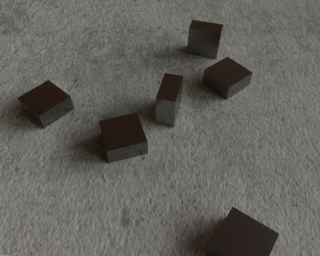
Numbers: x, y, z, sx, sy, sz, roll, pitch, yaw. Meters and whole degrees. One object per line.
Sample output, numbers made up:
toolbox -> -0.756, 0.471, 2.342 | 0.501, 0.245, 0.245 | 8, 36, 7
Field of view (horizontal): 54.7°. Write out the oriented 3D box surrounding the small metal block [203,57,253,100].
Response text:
small metal block -> 0.102, -0.076, 0.469 | 0.050, 0.025, 0.050 | -32, 57, -24

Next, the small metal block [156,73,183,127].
small metal block -> 0.013, -0.038, 0.419 | 0.025, 0.050, 0.050 | 11, 51, 8

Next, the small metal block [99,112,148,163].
small metal block -> -0.046, 0.012, 0.393 | 0.050, 0.025, 0.050 | -13, 51, -11

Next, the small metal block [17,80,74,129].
small metal block -> -0.158, -0.034, 0.430 | 0.050, 0.025, 0.050 | 34, 58, 25

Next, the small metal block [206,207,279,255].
small metal block -> 0.081, 0.116, 0.307 | 0.050, 0.025, 0.050 | 28, 55, 21

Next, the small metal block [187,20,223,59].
small metal block -> 0.073, -0.146, 0.510 | 0.050, 0.050, 0.025 | 12, 51, 10
